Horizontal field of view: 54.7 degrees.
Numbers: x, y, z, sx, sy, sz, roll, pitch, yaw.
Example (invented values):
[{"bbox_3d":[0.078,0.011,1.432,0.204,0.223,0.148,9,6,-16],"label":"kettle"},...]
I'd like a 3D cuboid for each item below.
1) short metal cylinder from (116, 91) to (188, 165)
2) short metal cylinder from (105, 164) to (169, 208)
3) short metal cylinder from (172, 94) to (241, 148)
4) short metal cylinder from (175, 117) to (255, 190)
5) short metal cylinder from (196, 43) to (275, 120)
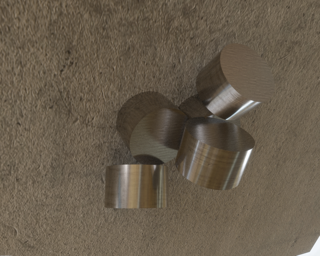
[{"bbox_3d":[-0.009,0.000,0.388,0.081,0.050,0.079,-14,125,-21],"label":"short metal cylinder"},{"bbox_3d":[-0.029,0.075,0.396,0.081,0.080,0.050,7,76,-32],"label":"short metal cylinder"},{"bbox_3d":[0.062,-0.001,0.427,0.081,0.050,0.079,-14,125,-21],"label":"short metal cylinder"},{"bbox_3d":[0.063,0.027,0.360,0.081,0.080,0.050,-2,119,-28],"label":"short metal cylinder"},{"bbox_3d":[0.092,-0.056,0.381,0.081,0.080,0.050,0,156,-29],"label":"short metal cylinder"}]
